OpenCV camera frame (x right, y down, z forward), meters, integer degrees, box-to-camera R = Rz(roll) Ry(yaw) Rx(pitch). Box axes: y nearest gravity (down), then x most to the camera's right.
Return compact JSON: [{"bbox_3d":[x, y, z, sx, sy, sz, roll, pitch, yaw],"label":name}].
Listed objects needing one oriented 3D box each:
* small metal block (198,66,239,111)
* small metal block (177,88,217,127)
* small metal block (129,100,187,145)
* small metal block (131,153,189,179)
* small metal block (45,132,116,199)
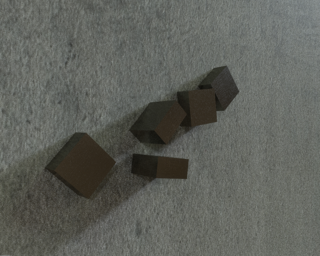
[{"bbox_3d":[0.093,-0.061,0.485,0.050,0.025,0.050,-48,119,-30],"label":"small metal block"},{"bbox_3d":[0.054,-0.030,0.449,0.050,0.025,0.050,-10,98,-35],"label":"small metal block"},{"bbox_3d":[-0.003,-0.007,0.388,0.025,0.050,0.050,51,60,-29],"label":"small metal block"},{"bbox_3d":[0.000,0.048,0.390,0.050,0.050,0.025,10,84,-40],"label":"small metal block"},{"bbox_3d":[-0.085,0.040,0.335,0.050,0.025,0.050,50,60,-29],"label":"small metal block"}]
